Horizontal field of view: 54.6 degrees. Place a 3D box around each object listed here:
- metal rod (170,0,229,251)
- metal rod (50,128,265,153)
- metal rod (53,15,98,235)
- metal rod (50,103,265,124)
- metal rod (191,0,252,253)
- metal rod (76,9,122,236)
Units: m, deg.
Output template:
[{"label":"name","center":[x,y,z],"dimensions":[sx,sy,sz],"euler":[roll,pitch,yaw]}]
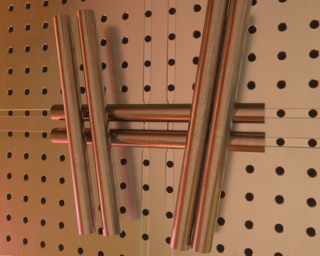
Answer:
[{"label":"metal rod","center":[0.047,-0.003,0.371],"dimensions":[0.025,0.025,0.298],"euler":[10,93,20]},{"label":"metal rod","center":[-0.016,0.014,0.419],"dimensions":[0.301,0.025,0.025],"euler":[1,91,20]},{"label":"metal rod","center":[-0.117,-0.006,0.429],"dimensions":[0.025,0.025,0.299],"euler":[-9,87,20]},{"label":"metal rod","center":[-0.017,-0.020,0.420],"dimensions":[0.301,0.025,0.025],"euler":[1,91,20]},{"label":"metal rod","center":[0.071,-0.004,0.362],"dimensions":[0.025,0.025,0.298],"euler":[10,93,20]},{"label":"metal rod","center":[-0.082,-0.009,0.416],"dimensions":[0.025,0.025,0.299],"euler":[-8,87,20]}]
